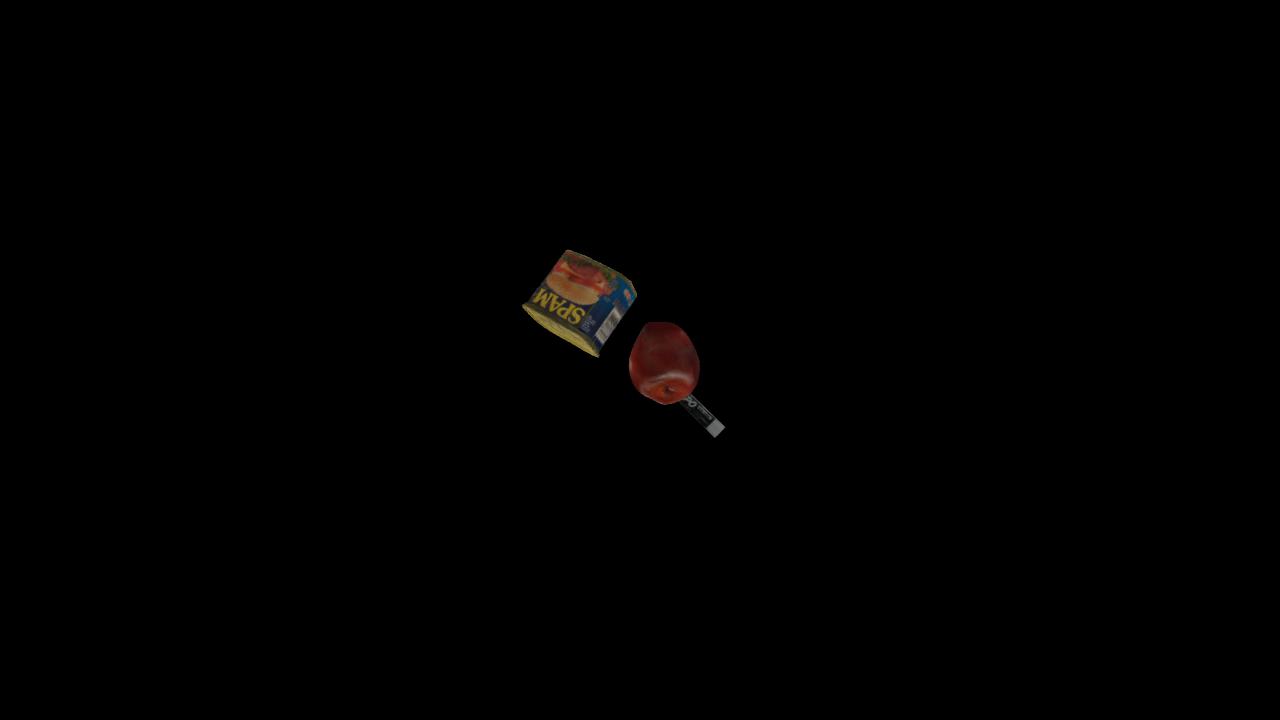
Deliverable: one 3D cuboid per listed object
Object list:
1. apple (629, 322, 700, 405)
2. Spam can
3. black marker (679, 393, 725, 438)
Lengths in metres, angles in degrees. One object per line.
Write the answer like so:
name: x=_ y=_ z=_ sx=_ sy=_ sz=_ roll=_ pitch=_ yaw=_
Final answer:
apple: x=0.027 y=0.002 z=0.670 sx=0.079 sy=0.093 sz=0.079 roll=-4 pitch=-41 yaw=-3
Spam can: x=-0.065 y=-0.065 z=0.687 sx=0.101 sy=0.085 sz=0.058 roll=29 pitch=-13 yaw=27
black marker: x=0.054 y=0.046 z=0.750 sx=0.121 sy=0.020 sz=0.020 roll=45 pitch=10 yaw=10
